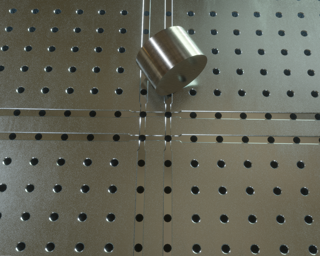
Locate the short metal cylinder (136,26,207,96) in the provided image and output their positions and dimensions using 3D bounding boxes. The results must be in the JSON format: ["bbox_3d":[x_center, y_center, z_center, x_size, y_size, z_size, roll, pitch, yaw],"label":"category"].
[{"bbox_3d":[0.016,-0.088,0.415,0.080,0.080,0.050,-30,73,-11],"label":"short metal cylinder"}]
